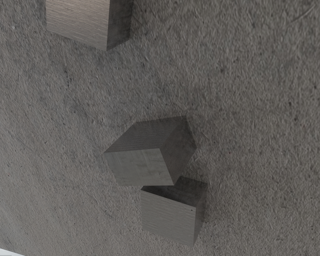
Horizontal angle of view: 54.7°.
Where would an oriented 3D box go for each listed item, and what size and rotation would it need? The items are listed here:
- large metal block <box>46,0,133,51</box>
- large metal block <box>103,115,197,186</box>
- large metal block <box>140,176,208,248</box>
[{"bbox_3d":[-0.077,-0.142,0.344,0.080,0.050,0.079,22,127,14],"label":"large metal block"},{"bbox_3d":[-0.010,0.029,0.394,0.080,0.080,0.050,-7,115,31],"label":"large metal block"},{"bbox_3d":[0.020,0.115,0.451,0.080,0.050,0.079,13,124,21],"label":"large metal block"}]
